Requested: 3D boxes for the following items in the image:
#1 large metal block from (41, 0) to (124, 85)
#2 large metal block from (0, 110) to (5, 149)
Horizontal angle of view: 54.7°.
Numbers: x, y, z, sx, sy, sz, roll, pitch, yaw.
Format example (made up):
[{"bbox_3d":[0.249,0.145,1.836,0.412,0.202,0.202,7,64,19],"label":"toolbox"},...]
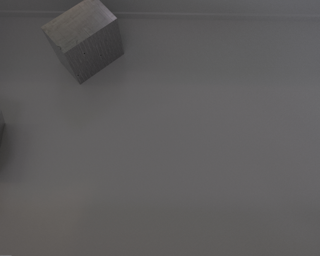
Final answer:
[{"bbox_3d":[-0.100,-0.118,0.423,0.080,0.080,0.050,-39,75,-13],"label":"large metal block"},{"bbox_3d":[-0.242,0.018,0.375,0.081,0.050,0.080,8,69,-18],"label":"large metal block"}]
